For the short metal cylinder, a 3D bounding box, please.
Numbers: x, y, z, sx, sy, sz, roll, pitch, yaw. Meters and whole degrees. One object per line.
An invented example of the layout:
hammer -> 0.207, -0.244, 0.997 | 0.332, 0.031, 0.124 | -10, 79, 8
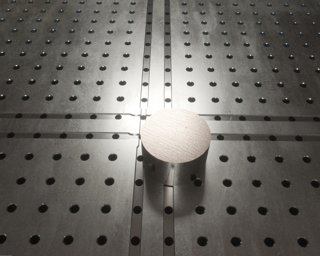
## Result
short metal cylinder -> 0.018, 0.022, 0.373 | 0.081, 0.050, 0.080 | 0, 50, 0
